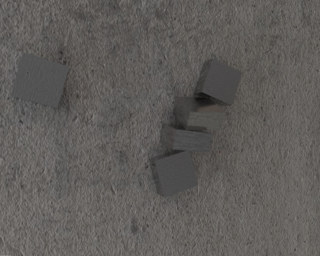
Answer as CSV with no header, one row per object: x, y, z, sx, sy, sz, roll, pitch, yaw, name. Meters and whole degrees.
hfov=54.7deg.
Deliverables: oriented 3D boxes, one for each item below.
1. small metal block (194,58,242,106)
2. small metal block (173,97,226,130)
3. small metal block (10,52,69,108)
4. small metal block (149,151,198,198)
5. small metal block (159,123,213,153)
0.082,-0.064,0.439,0.050,0.025,0.050,21,83,-19,small metal block
0.051,-0.020,0.411,0.050,0.050,0.025,0,117,-20,small metal block
-0.138,-0.053,0.358,0.050,0.025,0.050,16,85,-20,small metal block
0.018,0.059,0.416,0.050,0.025,0.050,-16,96,-19,small metal block
0.033,0.013,0.406,0.050,0.050,0.025,7,96,-20,small metal block
